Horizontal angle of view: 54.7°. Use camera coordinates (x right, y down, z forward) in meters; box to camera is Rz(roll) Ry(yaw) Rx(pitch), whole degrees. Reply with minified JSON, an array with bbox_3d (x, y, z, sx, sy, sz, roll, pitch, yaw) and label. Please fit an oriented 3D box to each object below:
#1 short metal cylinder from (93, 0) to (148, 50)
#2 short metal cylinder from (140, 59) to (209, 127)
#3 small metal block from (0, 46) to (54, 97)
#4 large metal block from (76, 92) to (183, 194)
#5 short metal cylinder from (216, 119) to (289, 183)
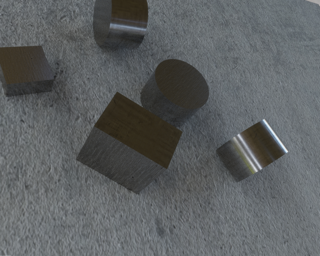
[{"bbox_3d":[-0.057,-0.152,0.431,0.050,0.080,0.080,-1,62,-29],"label":"short metal cylinder"},{"bbox_3d":[0.020,-0.048,0.427,0.081,0.050,0.080,14,56,-21],"label":"short metal cylinder"},{"bbox_3d":[-0.158,-0.067,0.360,0.050,0.025,0.050,-13,69,-34],"label":"small metal block"},{"bbox_3d":[-0.035,0.020,0.337,0.080,0.080,0.050,32,52,-8],"label":"large metal block"},{"bbox_3d":[0.123,0.031,0.416,0.081,0.080,0.050,-23,74,-36],"label":"short metal cylinder"}]
